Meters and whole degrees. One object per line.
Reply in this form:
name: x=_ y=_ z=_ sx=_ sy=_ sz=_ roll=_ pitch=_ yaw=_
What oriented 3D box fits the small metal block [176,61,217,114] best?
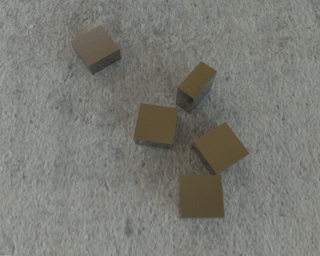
small metal block: x=0.048 y=-0.053 z=0.415 sx=0.025 sy=0.050 sz=0.050 roll=37 pitch=74 yaw=12

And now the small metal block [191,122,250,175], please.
small metal block: x=0.077 y=0.028 z=0.399 sx=0.050 sy=0.025 sz=0.050 roll=-30 pitch=73 yaw=-11

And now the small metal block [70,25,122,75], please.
small metal block: x=-0.092 y=-0.113 z=0.448 sx=0.050 sy=0.025 sz=0.050 roll=-34 pitch=74 yaw=-12

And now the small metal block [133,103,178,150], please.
small metal block: x=-0.005 y=-0.002 z=0.409 sx=0.050 sy=0.025 sz=0.050 roll=9 pitch=70 yaw=3

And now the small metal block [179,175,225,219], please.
small metal block: x=0.049 y=0.084 z=0.378 sx=0.050 sy=0.025 sz=0.050 roll=0 pitch=70 yaw=-1
